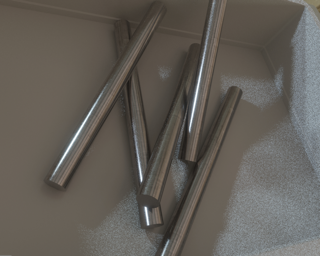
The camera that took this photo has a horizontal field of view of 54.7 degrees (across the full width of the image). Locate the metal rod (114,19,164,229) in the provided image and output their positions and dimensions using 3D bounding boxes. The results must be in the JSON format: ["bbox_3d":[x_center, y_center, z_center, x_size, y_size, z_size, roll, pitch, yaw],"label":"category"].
[{"bbox_3d":[-0.033,-0.024,0.403,0.025,0.025,0.299,4,60,-27],"label":"metal rod"}]

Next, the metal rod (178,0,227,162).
[{"bbox_3d":[0.066,-0.102,0.423,0.025,0.025,0.299,15,82,-21],"label":"metal rod"}]

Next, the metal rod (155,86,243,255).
[{"bbox_3d":[0.064,0.042,0.416,0.025,0.025,0.301,35,51,-6],"label":"metal rod"}]

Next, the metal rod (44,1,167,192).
[{"bbox_3d":[-0.054,-0.060,0.389,0.025,0.025,0.300,30,59,-10],"label":"metal rod"}]

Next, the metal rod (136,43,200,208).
[{"bbox_3d":[0.024,-0.028,0.418,0.025,0.025,0.300,29,46,-10],"label":"metal rod"}]
